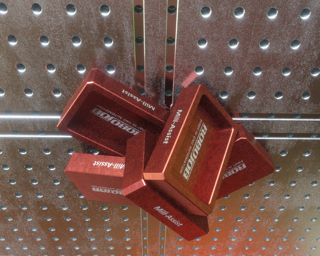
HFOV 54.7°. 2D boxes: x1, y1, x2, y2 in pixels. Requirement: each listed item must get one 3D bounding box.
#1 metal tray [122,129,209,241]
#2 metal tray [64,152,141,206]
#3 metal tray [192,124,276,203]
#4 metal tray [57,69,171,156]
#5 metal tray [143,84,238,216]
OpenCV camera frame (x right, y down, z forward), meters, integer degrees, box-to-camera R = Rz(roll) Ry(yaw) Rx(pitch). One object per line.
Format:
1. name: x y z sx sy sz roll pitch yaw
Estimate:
1. metal tray: 0.010 0.073 0.391 0.030 0.090 0.130 -31 124 23
2. metal tray: -0.058 0.077 0.441 0.131 0.030 0.090 4 143 15
3. metal tray: 0.089 0.059 0.458 0.130 0.030 0.090 -34 123 25
4. metal tray: -0.053 -0.007 0.402 0.131 0.030 0.090 29 124 -23
5. metal tray: 0.042 0.024 0.365 0.030 0.130 0.090 -9 136 45
